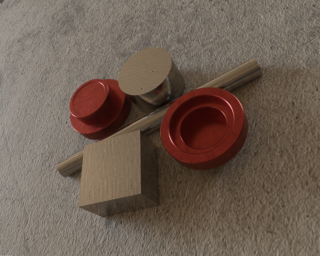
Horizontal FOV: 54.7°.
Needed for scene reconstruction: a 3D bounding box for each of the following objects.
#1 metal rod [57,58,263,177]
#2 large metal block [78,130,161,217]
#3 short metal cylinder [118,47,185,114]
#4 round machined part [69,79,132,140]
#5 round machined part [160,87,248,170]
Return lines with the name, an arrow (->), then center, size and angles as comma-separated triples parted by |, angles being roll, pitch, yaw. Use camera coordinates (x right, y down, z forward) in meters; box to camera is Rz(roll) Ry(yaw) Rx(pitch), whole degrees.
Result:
metal rod -> -0.008, -0.009, 0.416 | 0.300, 0.025, 0.025 | -28, 52, 10
large metal block -> -0.048, 0.057, 0.380 | 0.080, 0.050, 0.080 | -16, 55, 19
short metal cylinder -> -0.011, -0.066, 0.435 | 0.080, 0.050, 0.080 | -13, 56, 21
round machined part -> -0.096, -0.035, 0.466 | 0.098, 0.042, 0.098 | -13, 56, 21
round machined part -> 0.054, 0.004, 0.363 | 0.098, 0.042, 0.098 | -13, 56, 21
